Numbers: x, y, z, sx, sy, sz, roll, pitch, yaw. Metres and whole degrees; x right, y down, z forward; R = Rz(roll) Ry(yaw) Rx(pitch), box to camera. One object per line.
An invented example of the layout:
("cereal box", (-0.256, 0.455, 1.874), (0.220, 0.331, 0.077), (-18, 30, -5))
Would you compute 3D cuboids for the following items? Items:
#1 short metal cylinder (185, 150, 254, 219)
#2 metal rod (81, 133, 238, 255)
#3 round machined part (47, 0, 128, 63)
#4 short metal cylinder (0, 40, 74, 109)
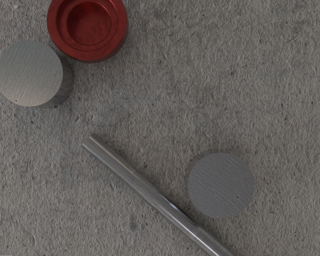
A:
("short metal cylinder", (0.074, 0.069, 0.398), (0.081, 0.050, 0.079), (0, 90, 0))
("metal rod", (0.019, 0.113, 0.410), (0.300, 0.025, 0.025), (41, 90, 0))
("round machined part", (-0.090, -0.132, 0.401), (0.099, 0.042, 0.097), (0, 90, 0))
("short metal cylinder", (-0.157, -0.066, 0.396), (0.081, 0.050, 0.079), (0, 90, 0))
